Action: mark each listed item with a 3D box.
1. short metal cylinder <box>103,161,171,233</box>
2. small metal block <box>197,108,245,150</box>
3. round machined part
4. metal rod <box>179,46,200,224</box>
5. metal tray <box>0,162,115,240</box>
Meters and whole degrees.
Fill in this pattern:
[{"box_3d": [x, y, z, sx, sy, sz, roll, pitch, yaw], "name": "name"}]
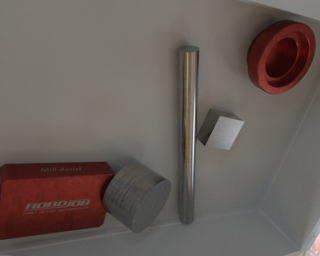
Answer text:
[{"box_3d": [-0.029, 0.091, 0.414, 0.080, 0.050, 0.079, -42, 148, -34], "name": "short metal cylinder"}, {"box_3d": [0.090, 0.002, 0.461, 0.050, 0.025, 0.050, 10, 113, -33], "name": "small metal block"}, {"box_3d": [0.160, -0.099, 0.426, 0.099, 0.042, 0.097, -14, 125, -21], "name": "round machined part"}, {"box_3d": [0.040, 0.030, 0.451, 0.025, 0.025, 0.298, -16, 125, -20], "name": "metal rod"}, {"box_3d": [-0.130, 0.089, 0.390, 0.131, 0.030, 0.089, 2, 117, -30], "name": "metal tray"}]
